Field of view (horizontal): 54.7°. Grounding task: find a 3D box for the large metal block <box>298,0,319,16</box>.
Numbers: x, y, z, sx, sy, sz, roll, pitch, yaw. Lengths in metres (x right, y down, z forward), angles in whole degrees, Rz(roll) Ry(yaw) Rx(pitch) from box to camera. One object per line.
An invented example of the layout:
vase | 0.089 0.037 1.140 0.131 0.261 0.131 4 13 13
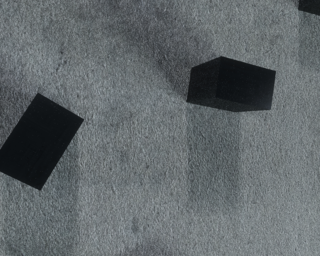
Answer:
large metal block | 0.275 -0.229 0.496 0.081 0.050 0.080 5 89 -20

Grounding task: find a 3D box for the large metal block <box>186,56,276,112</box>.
large metal block | 0.092 -0.054 0.413 0.081 0.080 0.050 10 87 -20

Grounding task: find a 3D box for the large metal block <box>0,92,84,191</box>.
large metal block | -0.129 0.013 0.332 0.050 0.080 0.080 32 80 -17
